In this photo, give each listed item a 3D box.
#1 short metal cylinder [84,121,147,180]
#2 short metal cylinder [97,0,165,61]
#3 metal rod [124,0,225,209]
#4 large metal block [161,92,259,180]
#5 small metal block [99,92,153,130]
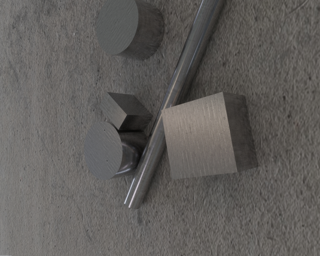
[{"bbox_3d":[-0.063,0.031,0.440,0.080,0.050,0.079,0,90,40],"label":"short metal cylinder"},{"bbox_3d":[-0.041,-0.136,0.423,0.080,0.050,0.079,0,90,40],"label":"short metal cylinder"},{"bbox_3d":[0.013,-0.026,0.393,0.025,0.025,0.298,34,111,35],"label":"metal rod"},{"bbox_3d":[0.054,0.011,0.344,0.080,0.050,0.080,-14,81,39],"label":"large metal block"},{"bbox_3d":[-0.046,-0.023,0.427,0.050,0.050,0.025,47,118,29],"label":"small metal block"}]
